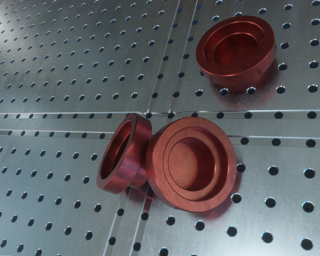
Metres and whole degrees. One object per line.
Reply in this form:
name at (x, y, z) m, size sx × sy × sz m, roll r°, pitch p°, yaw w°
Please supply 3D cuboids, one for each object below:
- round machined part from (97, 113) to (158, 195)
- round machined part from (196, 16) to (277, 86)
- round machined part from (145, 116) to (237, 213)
round machined part at (-0.035, 0.034, 0.374) m, size 0.097 × 0.042 × 0.098 m, roll -50°, pitch 23°, yaw 31°
round machined part at (0.100, -0.095, 0.402) m, size 0.098 × 0.042 × 0.098 m, roll -13°, pitch 56°, yaw 20°
round machined part at (0.030, 0.039, 0.334) m, size 0.042 × 0.098 × 0.098 m, roll -24°, pitch 40°, yaw 64°
